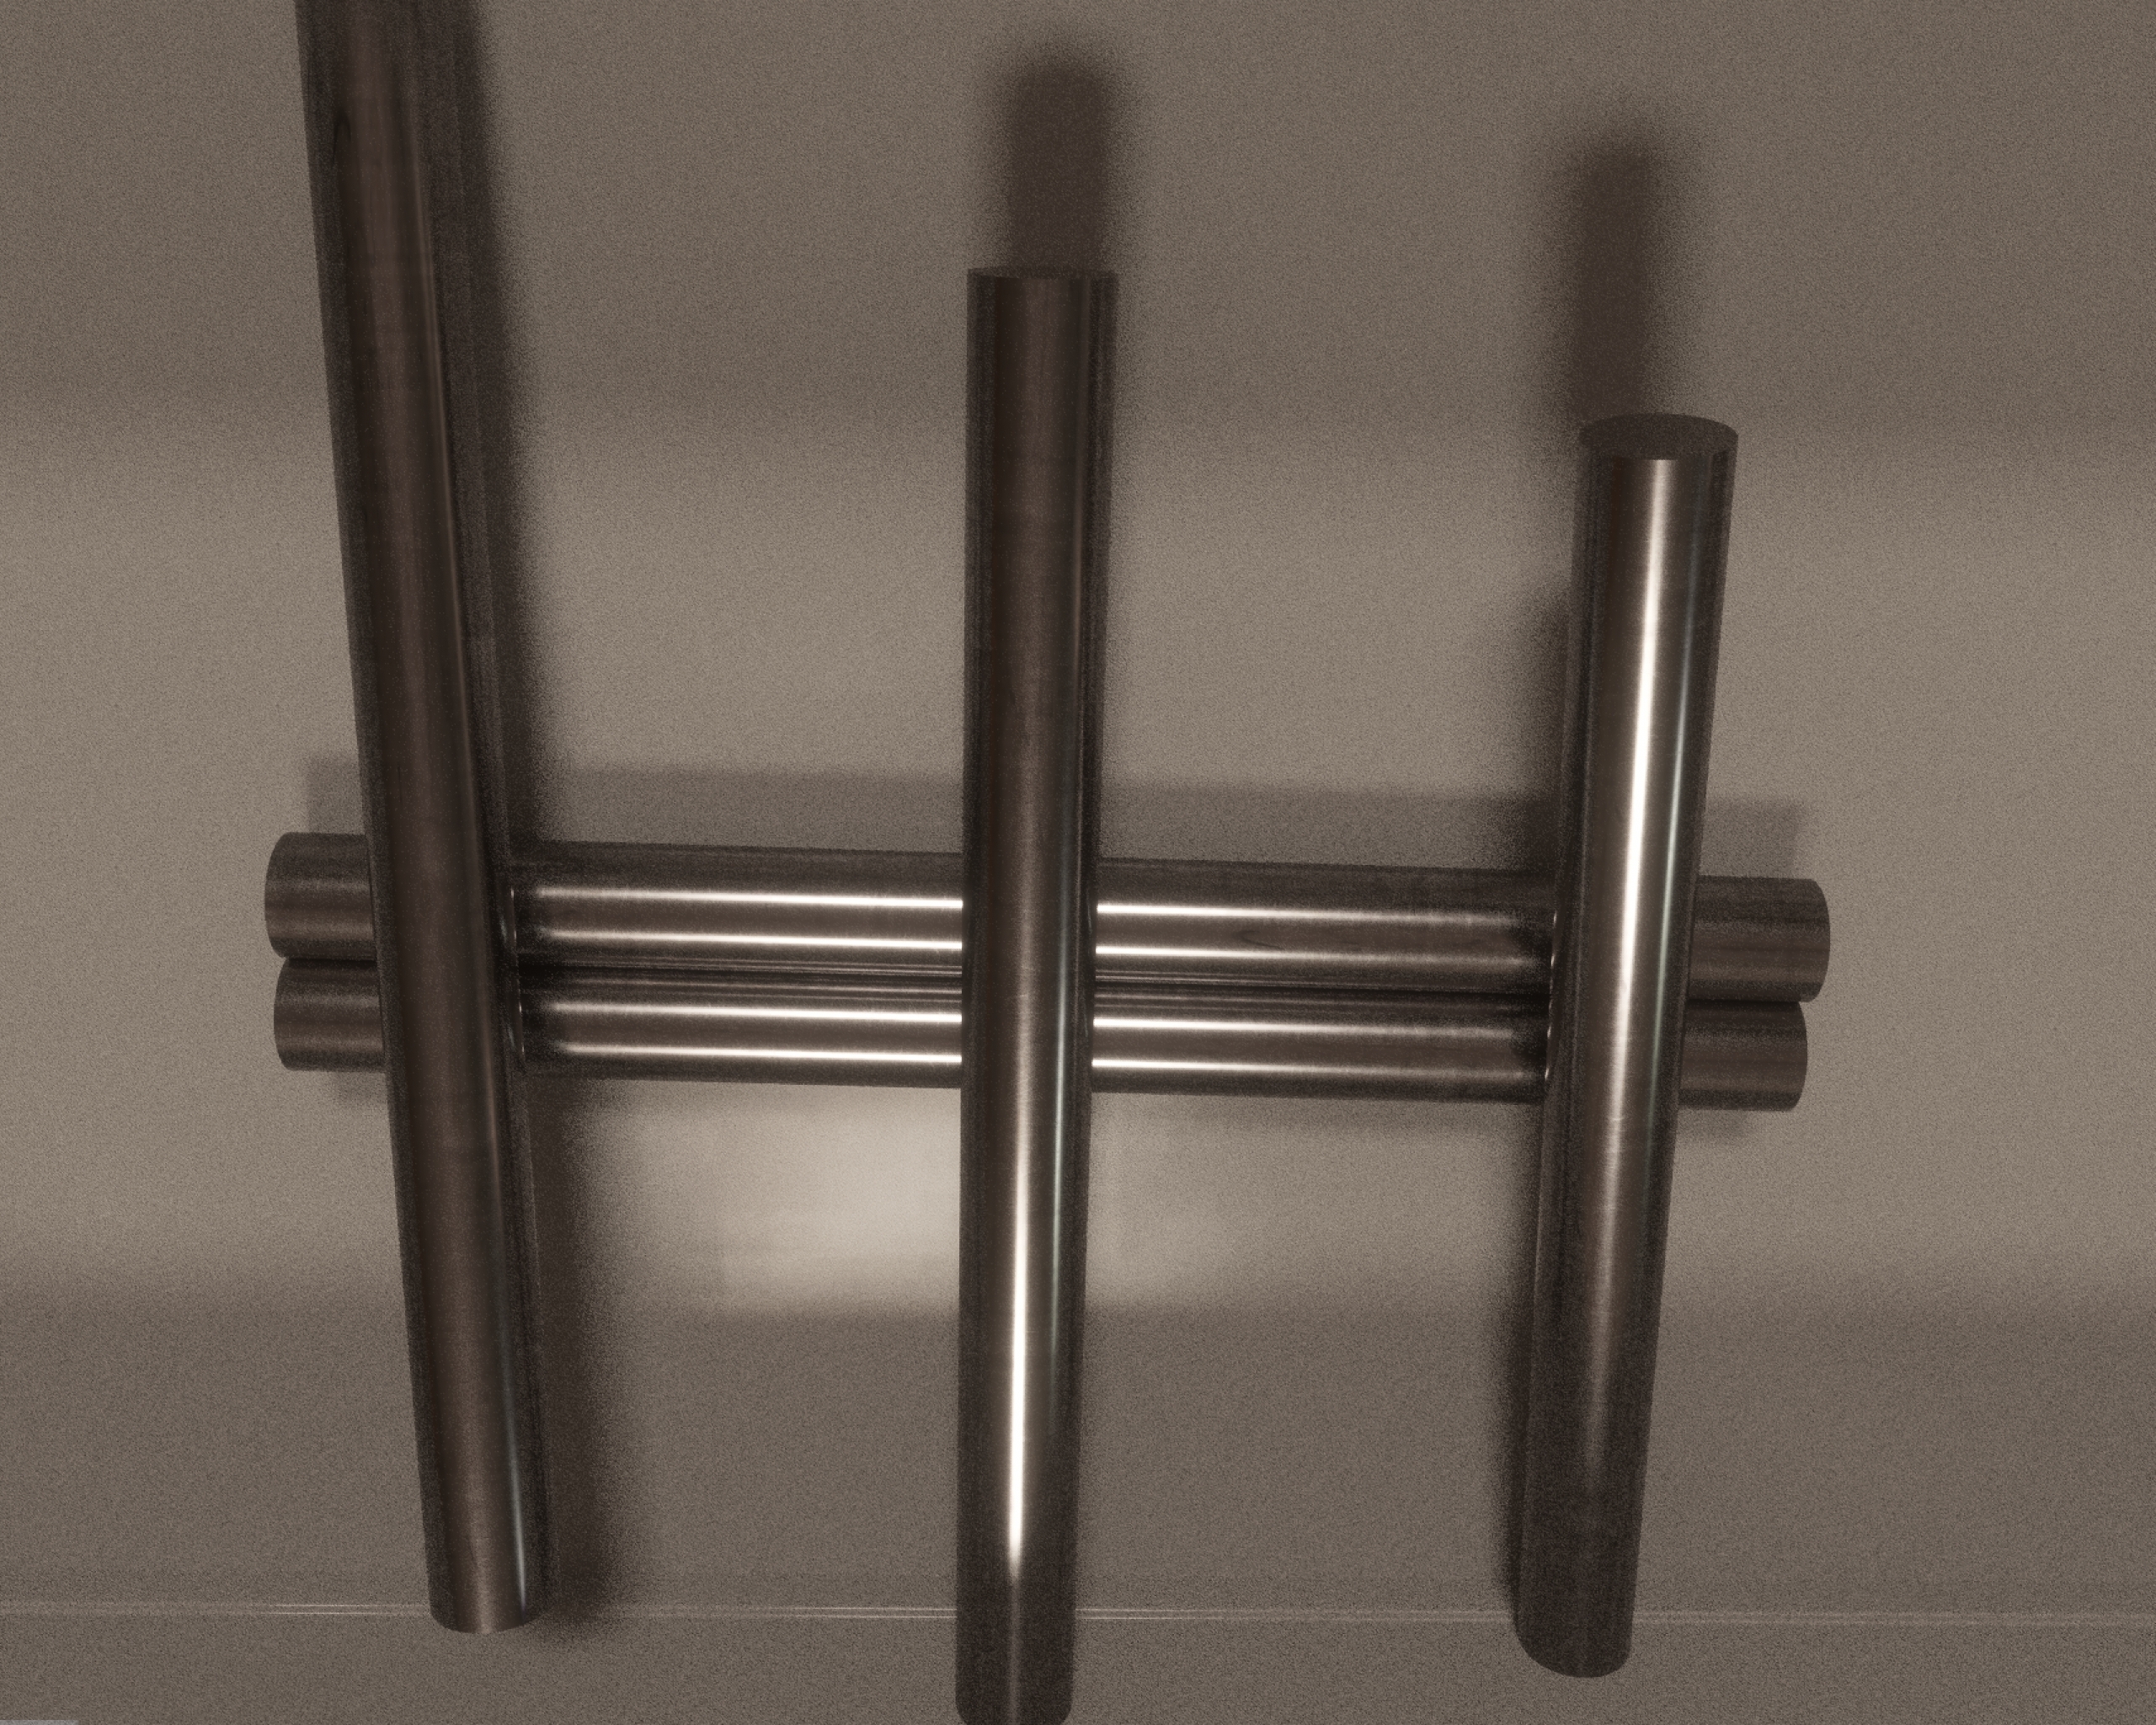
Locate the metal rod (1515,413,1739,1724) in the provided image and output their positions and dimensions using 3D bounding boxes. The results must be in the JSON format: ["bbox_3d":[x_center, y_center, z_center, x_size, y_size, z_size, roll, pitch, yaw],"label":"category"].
[{"bbox_3d":[0.104,0.061,0.410,0.025,0.025,0.298,-4,119,1],"label":"metal rod"}]

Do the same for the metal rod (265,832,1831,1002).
[{"bbox_3d":[-0.005,0.011,0.414,0.302,0.025,0.025,2,110,-1],"label":"metal rod"}]

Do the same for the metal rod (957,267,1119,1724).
[{"bbox_3d":[-0.010,0.041,0.399,0.025,0.025,0.298,1,110,-1],"label":"metal rod"}]

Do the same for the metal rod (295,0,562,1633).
[{"bbox_3d":[-0.117,0.000,0.383,0.025,0.025,0.298,-1,102,0],"label":"metal rod"}]

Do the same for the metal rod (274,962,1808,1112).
[{"bbox_3d":[-0.006,0.034,0.423,0.302,0.025,0.025,2,110,-1],"label":"metal rod"}]
